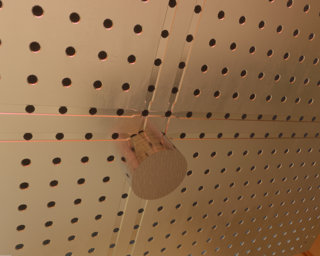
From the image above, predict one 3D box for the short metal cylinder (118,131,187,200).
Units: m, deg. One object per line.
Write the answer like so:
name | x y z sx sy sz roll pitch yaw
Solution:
short metal cylinder | -0.010 0.050 0.422 0.081 0.050 0.079 -14 124 -21
